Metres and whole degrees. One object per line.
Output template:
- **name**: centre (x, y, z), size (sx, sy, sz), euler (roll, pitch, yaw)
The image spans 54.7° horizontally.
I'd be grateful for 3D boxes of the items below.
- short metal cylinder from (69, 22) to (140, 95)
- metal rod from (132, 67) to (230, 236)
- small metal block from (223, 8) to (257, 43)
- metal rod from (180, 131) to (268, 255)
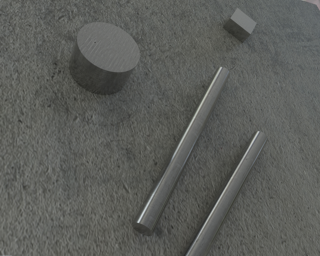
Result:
- **short metal cylinder**: centre (-0.073, -0.090, 0.405), size (0.081, 0.050, 0.080), euler (14, 56, -21)
- **metal rod**: centre (0.043, 0.008, 0.423), size (0.025, 0.025, 0.301), euler (36, 51, -5)
- **small metal block**: centre (0.160, -0.205, 0.618), size (0.050, 0.025, 0.050), euler (37, 51, -4)
- **metal rod**: centre (0.075, 0.100, 0.384), size (0.025, 0.025, 0.301), euler (43, 51, 1)
